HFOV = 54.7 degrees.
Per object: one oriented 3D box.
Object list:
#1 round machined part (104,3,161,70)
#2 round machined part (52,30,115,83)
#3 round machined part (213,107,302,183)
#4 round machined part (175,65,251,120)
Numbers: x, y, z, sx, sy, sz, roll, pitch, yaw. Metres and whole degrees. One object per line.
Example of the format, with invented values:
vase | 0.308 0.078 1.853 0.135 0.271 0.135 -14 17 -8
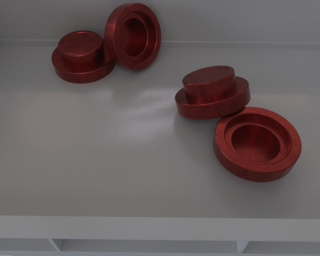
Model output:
round machined part | -0.047 -0.141 0.480 0.042 0.098 0.098 17 49 41
round machined part | -0.122 -0.119 0.493 0.099 0.042 0.098 0 50 0
round machined part | 0.113 0.024 0.375 0.099 0.042 0.098 0 50 0
round machined part | 0.067 -0.052 0.412 0.098 0.042 0.098 -13 25 6
